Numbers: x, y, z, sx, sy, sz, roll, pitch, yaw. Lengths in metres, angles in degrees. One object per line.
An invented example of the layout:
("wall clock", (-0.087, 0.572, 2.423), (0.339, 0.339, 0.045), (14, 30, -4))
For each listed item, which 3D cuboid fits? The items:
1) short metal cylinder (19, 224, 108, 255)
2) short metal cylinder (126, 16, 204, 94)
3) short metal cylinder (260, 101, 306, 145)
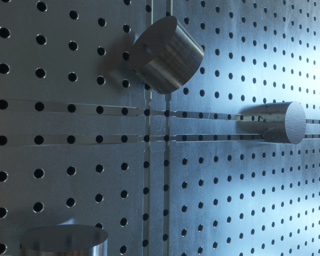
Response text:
("short metal cylinder", (-0.091, 0.129, 0.297), (0.081, 0.080, 0.050), (3, 88, -40))
("short metal cylinder", (0.006, -0.088, 0.377), (0.050, 0.080, 0.080), (38, 67, -34))
("short metal cylinder", (0.234, -0.009, 0.589), (0.081, 0.050, 0.079), (0, 90, -40))
